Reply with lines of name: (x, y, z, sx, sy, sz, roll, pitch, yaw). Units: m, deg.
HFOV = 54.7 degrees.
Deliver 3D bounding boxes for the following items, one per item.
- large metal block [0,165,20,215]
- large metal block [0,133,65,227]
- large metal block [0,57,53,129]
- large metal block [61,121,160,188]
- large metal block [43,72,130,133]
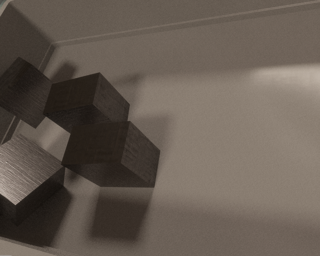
large metal block: (-0.244, 0.079, 0.440, 0.081, 0.050, 0.080, -4, 47, -26)
large metal block: (-0.184, 0.065, 0.404, 0.080, 0.050, 0.080, 31, 42, 12)
large metal block: (-0.223, -0.058, 0.520, 0.050, 0.080, 0.080, 30, 78, 37)
large metal block: (-0.056, 0.035, 0.377, 0.080, 0.080, 0.050, -5, 60, 25)
large metal block: (-0.100, -0.027, 0.438, 0.080, 0.080, 0.050, -9, 58, 23)
